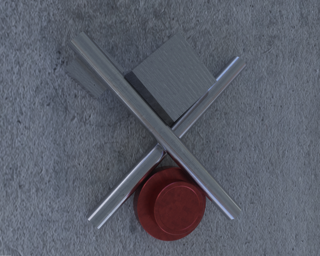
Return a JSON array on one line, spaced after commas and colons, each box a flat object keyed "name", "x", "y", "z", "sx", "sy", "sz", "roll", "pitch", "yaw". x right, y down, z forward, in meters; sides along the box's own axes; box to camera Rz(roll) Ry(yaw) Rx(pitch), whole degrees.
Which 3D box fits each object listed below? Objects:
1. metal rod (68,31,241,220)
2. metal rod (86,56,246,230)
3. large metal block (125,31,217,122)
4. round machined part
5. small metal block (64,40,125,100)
[{"name": "metal rod", "x": 0.003, "y": 0.007, "z": 0.385, "sx": 0.025, "sy": 0.025, "sz": 0.300, "roll": -46, "pitch": 105, "yaw": -14}, {"name": "metal rod", "x": 0.017, "y": 0.010, "z": 0.419, "sx": 0.025, "sy": 0.025, "sz": 0.301, "roll": 47, "pitch": 75, "yaw": -15}, {"name": "large metal block", "x": 0.012, "y": -0.064, "z": 0.403, "sx": 0.080, "sy": 0.050, "sz": 0.080, "roll": -44, "pitch": 104, "yaw": -15}, {"name": "round machined part", "x": 0.018, "y": 0.101, "z": 0.409, "sx": 0.099, "sy": 0.042, "sz": 0.097, "roll": 0, "pitch": 90, "yaw": -21}, {"name": "small metal block", "x": -0.081, "y": -0.071, "z": 0.382, "sx": 0.050, "sy": 0.025, "sz": 0.050, "roll": 45, "pitch": 76, "yaw": -15}]
